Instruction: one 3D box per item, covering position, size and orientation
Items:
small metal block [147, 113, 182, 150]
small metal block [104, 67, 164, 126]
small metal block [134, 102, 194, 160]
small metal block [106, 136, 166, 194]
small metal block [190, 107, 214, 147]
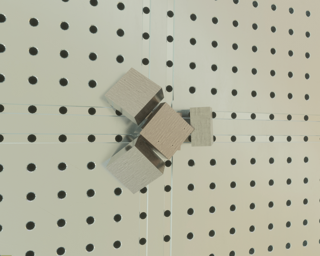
[{"bbox_3d":[0.000,0.004,0.412,0.050,0.025,0.050,2,92,-20],"label":"small metal block"},{"bbox_3d":[-0.031,-0.040,0.388,0.050,0.025,0.050,36,75,20],"label":"small metal block"},{"bbox_3d":[0.005,0.004,0.387,0.050,0.025,0.050,43,76,-16],"label":"small metal block"},{"bbox_3d":[-0.030,0.047,0.388,0.050,0.025,0.050,-38,105,22],"label":"small metal block"},{"bbox_3d":[0.057,-0.002,0.417,0.025,0.050,0.050,-2,91,13],"label":"small metal block"}]
